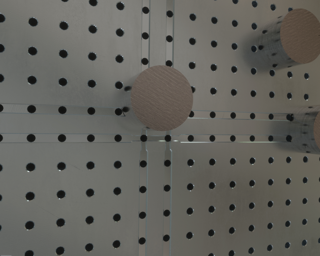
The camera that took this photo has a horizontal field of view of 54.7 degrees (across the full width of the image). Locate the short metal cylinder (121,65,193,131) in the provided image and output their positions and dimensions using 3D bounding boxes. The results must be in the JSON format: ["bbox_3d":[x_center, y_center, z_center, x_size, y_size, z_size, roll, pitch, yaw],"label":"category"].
[{"bbox_3d":[-0.005,-0.036,0.397,0.081,0.050,0.079,0,90,-20],"label":"short metal cylinder"}]

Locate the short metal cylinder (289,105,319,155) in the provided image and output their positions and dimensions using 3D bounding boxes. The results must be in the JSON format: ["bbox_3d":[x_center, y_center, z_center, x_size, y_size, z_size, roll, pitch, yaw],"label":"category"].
[{"bbox_3d":[0.256,0.003,0.494,0.081,0.050,0.079,0,90,-20],"label":"short metal cylinder"}]

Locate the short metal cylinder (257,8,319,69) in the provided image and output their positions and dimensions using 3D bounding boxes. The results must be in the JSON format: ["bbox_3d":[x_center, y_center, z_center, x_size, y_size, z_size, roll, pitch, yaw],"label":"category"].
[{"bbox_3d":[0.198,-0.133,0.472,0.081,0.050,0.079,0,90,-20],"label":"short metal cylinder"}]
